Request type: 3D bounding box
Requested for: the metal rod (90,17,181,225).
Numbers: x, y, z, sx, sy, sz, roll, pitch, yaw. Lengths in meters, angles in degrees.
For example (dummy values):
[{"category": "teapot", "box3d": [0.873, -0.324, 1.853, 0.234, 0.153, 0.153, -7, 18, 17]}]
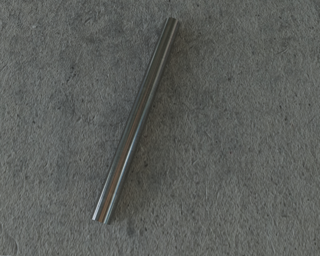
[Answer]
[{"category": "metal rod", "box3d": [-0.026, -0.023, 0.416, 0.025, 0.025, 0.300, 16, 71, 6]}]
